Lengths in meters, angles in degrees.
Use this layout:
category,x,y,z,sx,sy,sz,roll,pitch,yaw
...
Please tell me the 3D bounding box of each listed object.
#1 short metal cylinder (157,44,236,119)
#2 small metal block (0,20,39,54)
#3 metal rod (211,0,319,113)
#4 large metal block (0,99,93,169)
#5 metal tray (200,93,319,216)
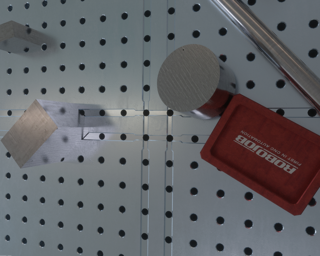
category,x,y,z,sx,sy,sz,roll,pitch,yaw
short metal cylinder,0.044,-0.054,0.373,0.080,0.050,0.080,-6,78,32
small metal block,-0.227,-0.139,0.479,0.050,0.050,0.025,-11,86,19
metal rod,0.130,-0.098,0.366,0.025,0.025,0.300,-42,77,15
large metal block,-0.157,0.008,0.439,0.080,0.080,0.050,-44,76,15
metal tray,0.126,0.028,0.365,0.130,0.030,0.090,32,100,17
